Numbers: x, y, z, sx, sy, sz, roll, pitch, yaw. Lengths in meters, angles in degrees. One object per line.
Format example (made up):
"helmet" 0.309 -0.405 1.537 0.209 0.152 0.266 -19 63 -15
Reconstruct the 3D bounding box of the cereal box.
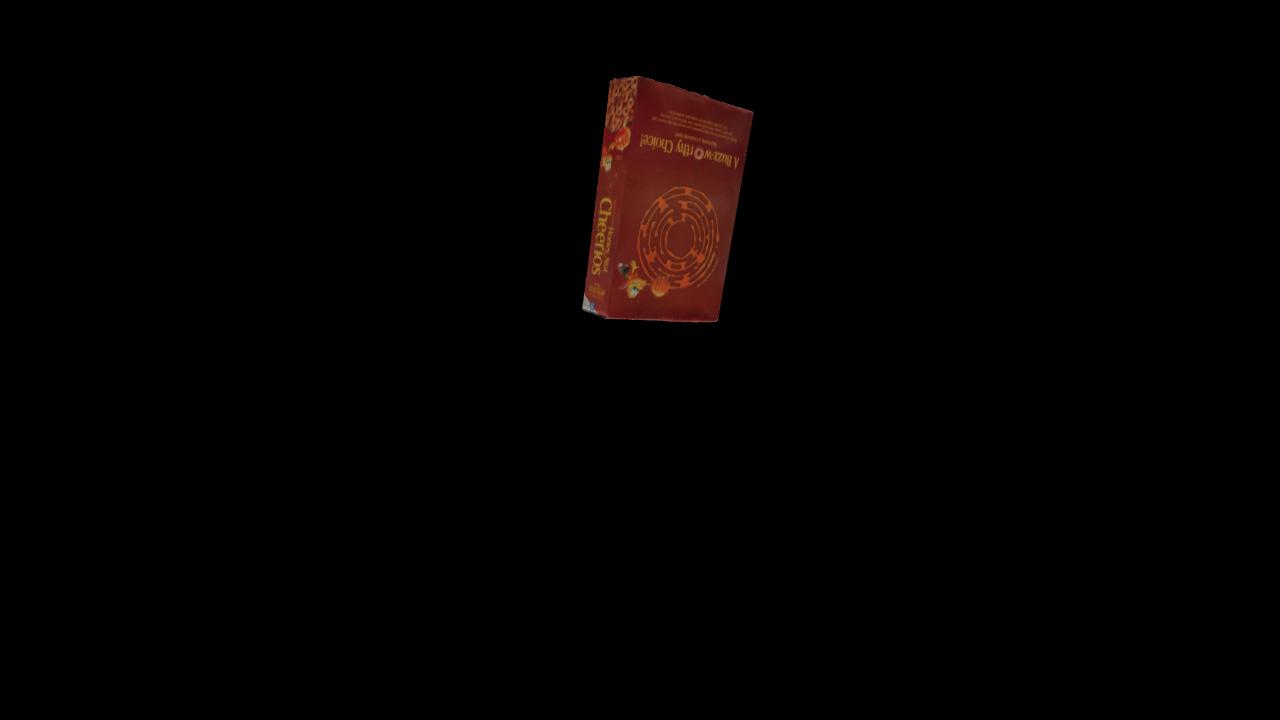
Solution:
"cereal box" 0.038 -0.206 0.851 0.203 0.306 0.081 -2 17 -36
